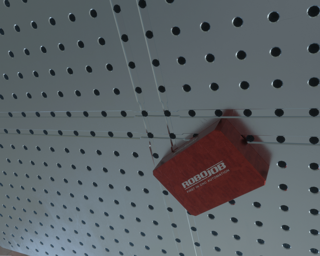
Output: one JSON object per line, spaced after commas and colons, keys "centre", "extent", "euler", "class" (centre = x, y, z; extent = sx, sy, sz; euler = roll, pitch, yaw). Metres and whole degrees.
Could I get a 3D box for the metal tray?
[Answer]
{"centre": [0.063, 0.057, 0.410], "extent": [0.090, 0.030, 0.129], "euler": [47, 129, -5], "class": "metal tray"}
